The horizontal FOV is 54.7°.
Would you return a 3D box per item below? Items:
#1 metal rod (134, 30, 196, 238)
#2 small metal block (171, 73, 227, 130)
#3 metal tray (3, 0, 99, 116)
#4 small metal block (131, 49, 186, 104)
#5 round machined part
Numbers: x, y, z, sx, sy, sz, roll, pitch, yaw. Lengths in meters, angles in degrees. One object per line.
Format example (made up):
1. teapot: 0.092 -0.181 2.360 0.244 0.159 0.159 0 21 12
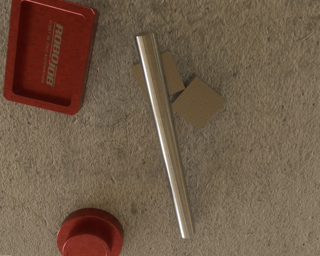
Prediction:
1. metal rod: 0.013 0.028 0.401 0.025 0.025 0.298 -11 117 3
2. small metal block: 0.047 -0.034 0.398 0.050 0.025 0.050 37 106 -13
3. metal tray: -0.131 -0.088 0.372 0.091 0.030 0.129 14 109 -6
4. small metal block: -0.002 -0.065 0.386 0.050 0.025 0.050 -22 109 7
5. round machined part: -0.105 0.173 0.463 0.099 0.042 0.097 0 110 -1
